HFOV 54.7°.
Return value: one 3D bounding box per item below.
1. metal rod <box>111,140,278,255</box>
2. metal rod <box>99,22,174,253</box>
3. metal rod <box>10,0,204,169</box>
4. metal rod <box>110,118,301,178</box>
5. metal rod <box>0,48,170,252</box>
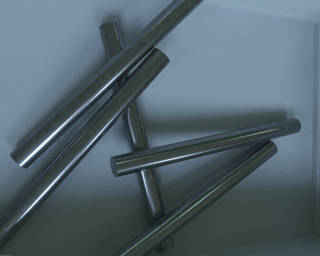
[{"bbox_3d":[0.052,0.098,0.411,0.302,0.025,0.025,-30,100,-25],"label":"metal rod"},{"bbox_3d":[-0.029,0.016,0.400,0.025,0.025,0.298,-16,96,-20],"label":"metal rod"},{"bbox_3d":[-0.054,-0.068,0.365,0.300,0.025,0.025,-45,105,-5],"label":"metal rod"},{"bbox_3d":[0.080,0.021,0.425,0.303,0.025,0.025,-10,94,-26],"label":"metal rod"},{"bbox_3d":[-0.095,0.024,0.359,0.025,0.025,0.300,43,83,-16],"label":"metal rod"}]
